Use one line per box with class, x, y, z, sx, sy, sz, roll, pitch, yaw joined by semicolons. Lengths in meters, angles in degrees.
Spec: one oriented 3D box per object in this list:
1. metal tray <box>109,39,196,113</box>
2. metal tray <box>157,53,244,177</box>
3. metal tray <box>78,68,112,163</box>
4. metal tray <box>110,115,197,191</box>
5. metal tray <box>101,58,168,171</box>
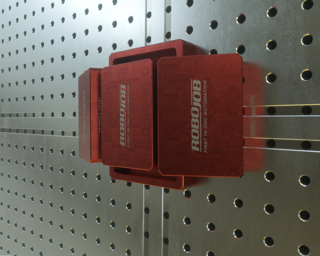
metal tray;-0.014;-0.062;0.415;0.130;0.030;0.089;1;91;39
metal tray;0.045;-0.013;0.343;0.090;0.030;0.129;-1;90;12
metal tray;-0.098;-0.017;0.461;0.090;0.030;0.129;180;90;-65
metal tray;-0.013;0.029;0.415;0.130;0.030;0.089;1;91;39
metal tray;-0.034;-0.016;0.392;0.090;0.030;0.129;0;90;39
